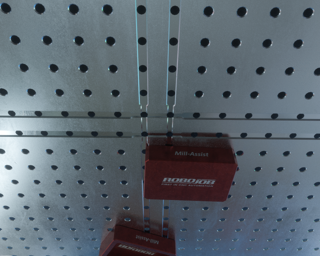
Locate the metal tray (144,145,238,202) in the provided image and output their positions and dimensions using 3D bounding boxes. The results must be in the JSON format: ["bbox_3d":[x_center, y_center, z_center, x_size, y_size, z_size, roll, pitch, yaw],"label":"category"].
[{"bbox_3d":[0.042,0.071,0.469,0.131,0.030,0.089,3,130,-3],"label":"metal tray"}]

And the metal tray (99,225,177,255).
[{"bbox_3d":[-0.044,0.242,0.613,0.131,0.030,0.089,21,127,-17],"label":"metal tray"}]
